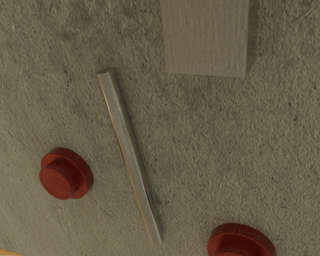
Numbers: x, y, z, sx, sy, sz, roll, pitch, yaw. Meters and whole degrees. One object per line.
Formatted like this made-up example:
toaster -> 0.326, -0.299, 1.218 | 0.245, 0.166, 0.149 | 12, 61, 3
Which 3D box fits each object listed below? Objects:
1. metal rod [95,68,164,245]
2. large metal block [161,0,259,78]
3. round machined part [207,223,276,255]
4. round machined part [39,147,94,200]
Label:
metal rod -> -0.038, 0.057, 0.462 | 0.025, 0.025, 0.298 | 0, 119, 28
large metal block -> 0.050, -0.098, 0.304 | 0.080, 0.050, 0.079 | 8, 122, 24
round machined part -> 0.116, 0.191, 0.453 | 0.098, 0.042, 0.097 | 13, 124, 21
round machined part -> -0.169, 0.086, 0.538 | 0.098, 0.042, 0.097 | 13, 124, 21
